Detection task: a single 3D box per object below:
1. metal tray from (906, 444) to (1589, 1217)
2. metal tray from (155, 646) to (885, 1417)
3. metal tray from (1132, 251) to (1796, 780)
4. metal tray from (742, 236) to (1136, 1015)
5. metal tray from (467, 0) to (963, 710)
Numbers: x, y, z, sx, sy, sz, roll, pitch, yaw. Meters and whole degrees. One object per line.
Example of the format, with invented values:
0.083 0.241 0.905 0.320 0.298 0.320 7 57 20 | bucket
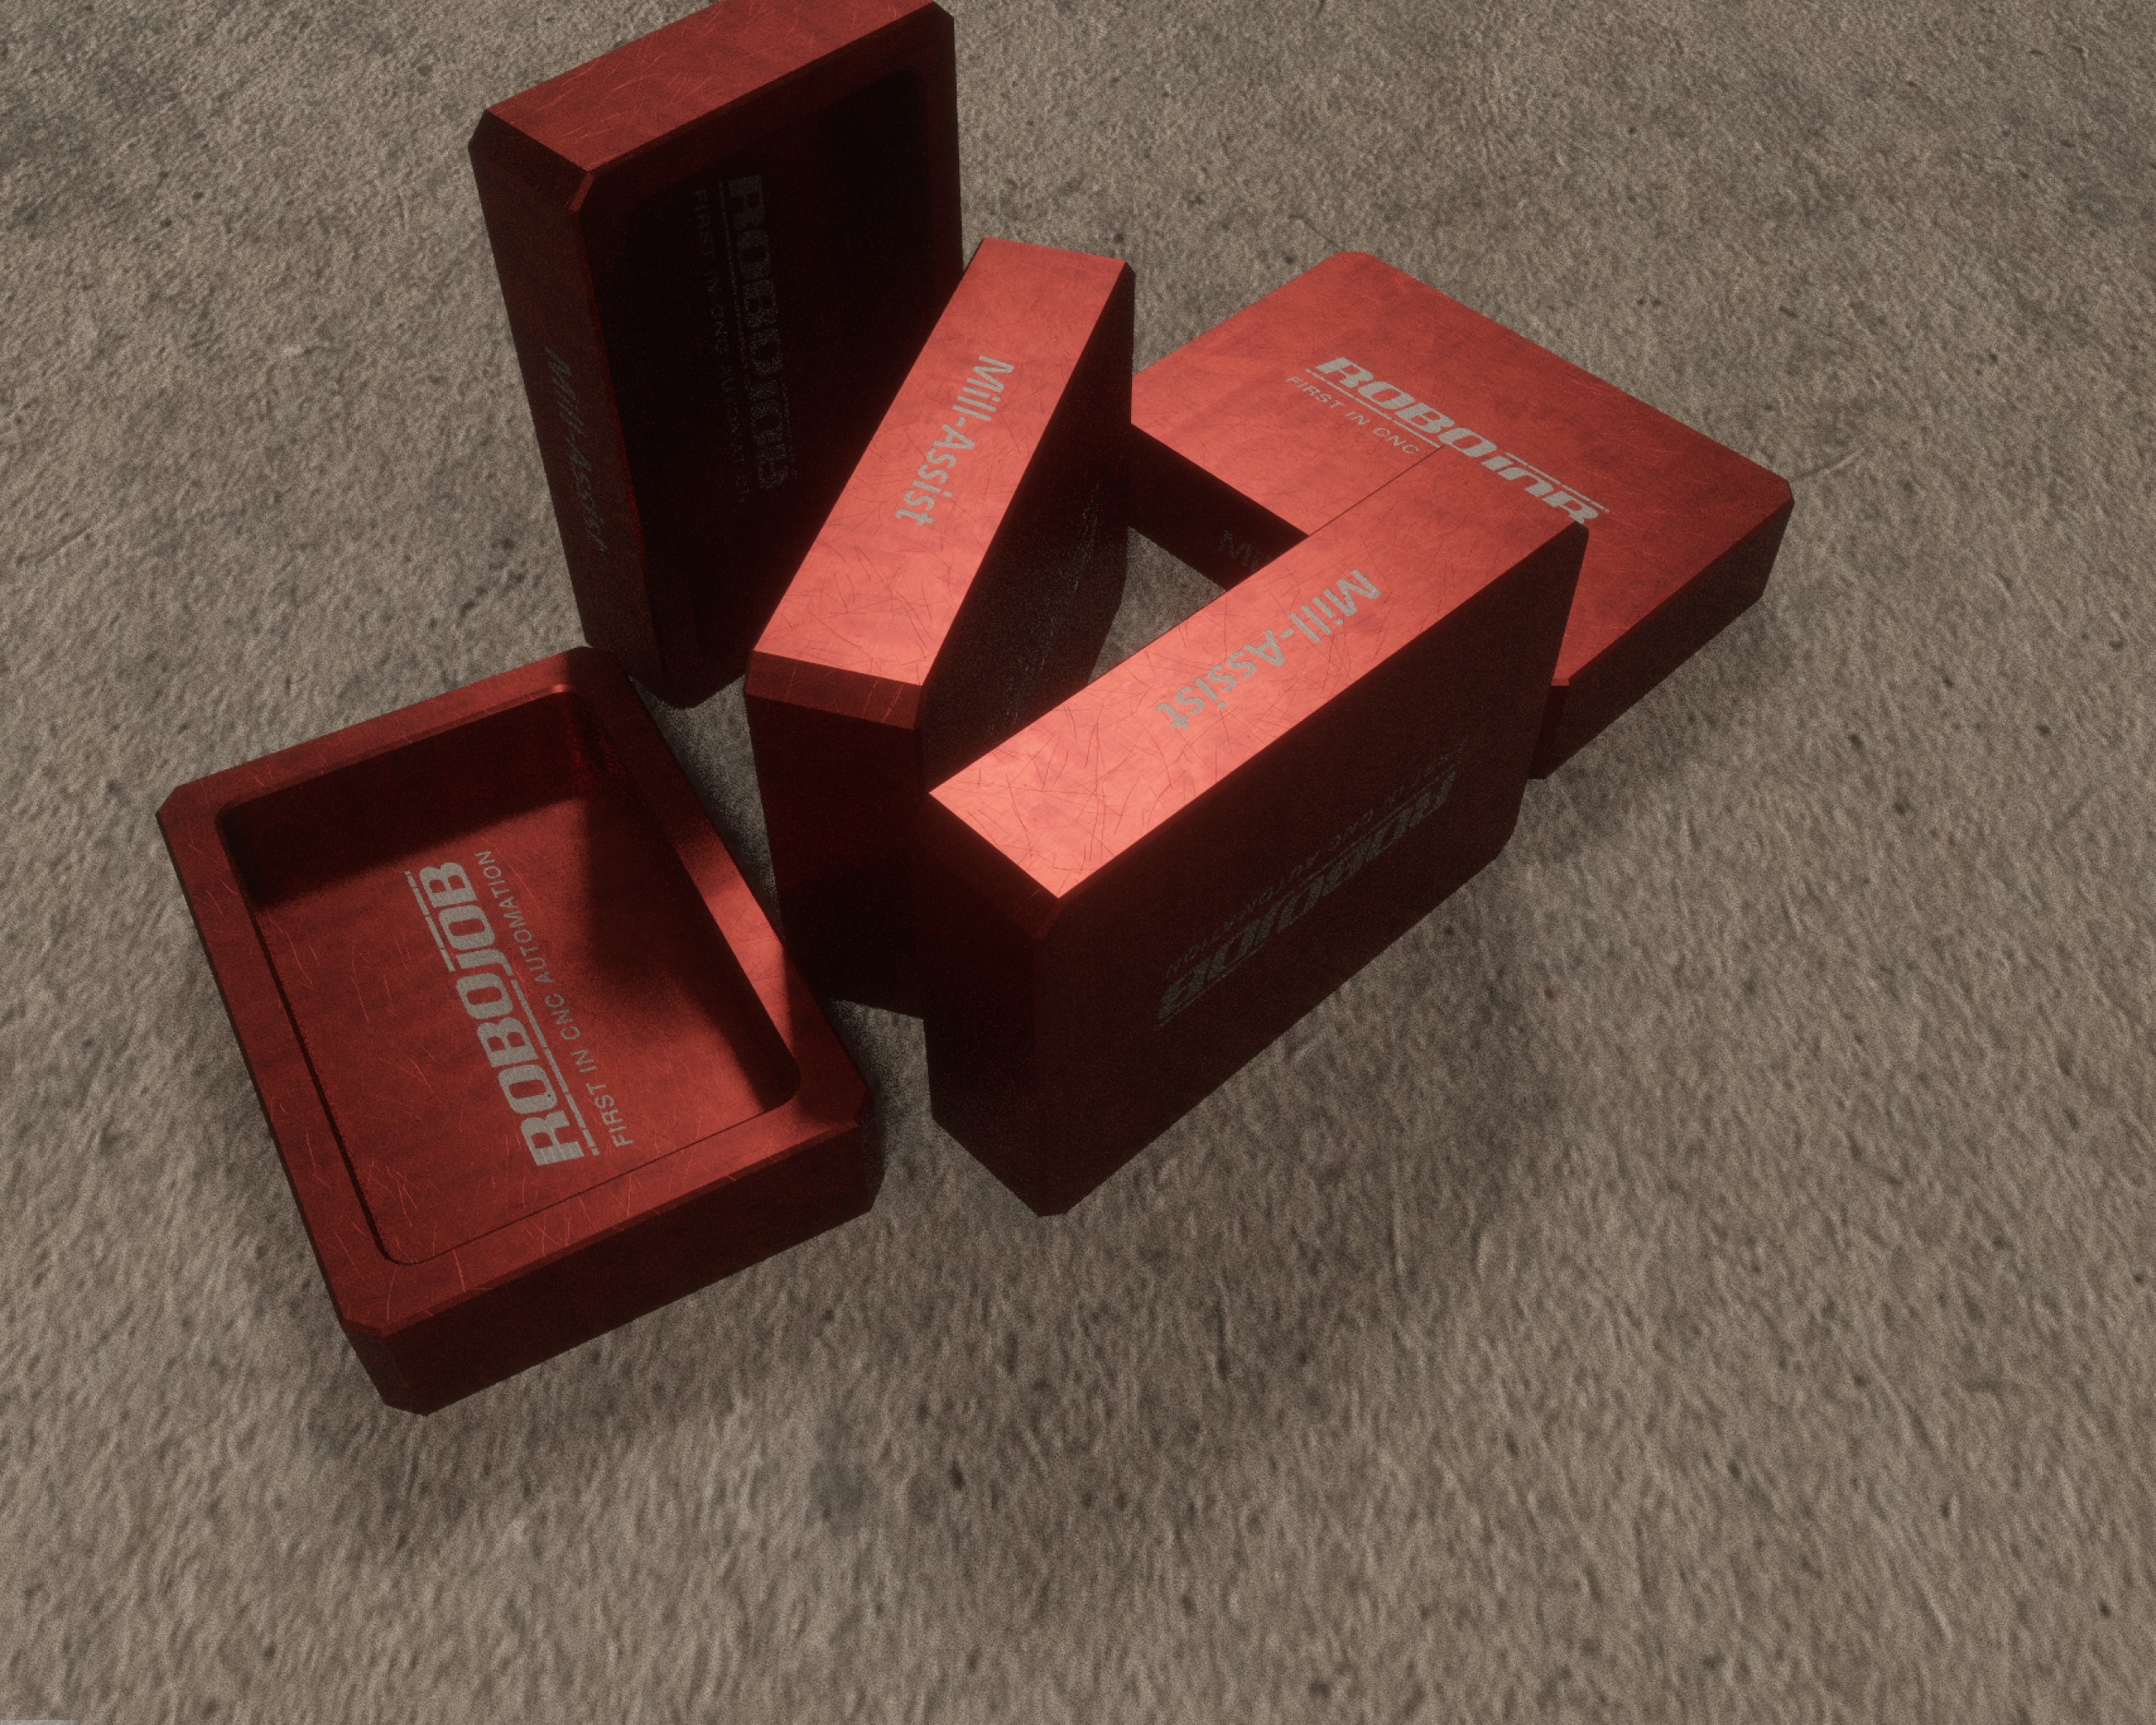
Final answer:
0.031 -0.006 0.367 0.131 0.089 0.030 -36 59 -27 | metal tray
-0.103 0.024 0.380 0.091 0.030 0.130 -23 54 -19 | metal tray
0.080 -0.083 0.472 0.091 0.030 0.130 -37 59 -27 | metal tray
-0.021 -0.046 0.401 0.030 0.089 0.130 13 51 10 | metal tray
-0.065 -0.104 0.423 0.030 0.129 0.090 36 58 26 | metal tray
